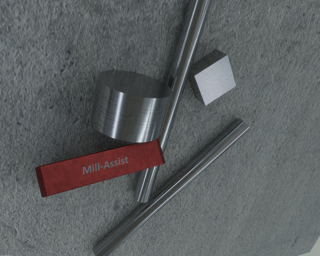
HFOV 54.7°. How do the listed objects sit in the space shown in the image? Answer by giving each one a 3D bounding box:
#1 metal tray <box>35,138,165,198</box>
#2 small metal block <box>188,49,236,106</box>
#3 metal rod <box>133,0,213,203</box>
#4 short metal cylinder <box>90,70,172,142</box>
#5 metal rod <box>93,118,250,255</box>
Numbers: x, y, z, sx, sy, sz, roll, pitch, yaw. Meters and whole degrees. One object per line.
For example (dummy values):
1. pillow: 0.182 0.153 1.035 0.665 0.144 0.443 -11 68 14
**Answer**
1. metal tray: -0.070 0.046 0.357 0.131 0.090 0.030 -13 84 -22
2. small metal block: 0.066 -0.066 0.404 0.050 0.025 0.050 -33 129 -7
3. metal rod: 0.011 -0.029 0.396 0.025 0.025 0.298 2 117 -30
4. short metal cylinder: -0.032 -0.026 0.339 0.081 0.080 0.050 0 118 -29
5. metal rod: 0.017 0.093 0.475 0.300 0.025 0.025 -42 130 0
